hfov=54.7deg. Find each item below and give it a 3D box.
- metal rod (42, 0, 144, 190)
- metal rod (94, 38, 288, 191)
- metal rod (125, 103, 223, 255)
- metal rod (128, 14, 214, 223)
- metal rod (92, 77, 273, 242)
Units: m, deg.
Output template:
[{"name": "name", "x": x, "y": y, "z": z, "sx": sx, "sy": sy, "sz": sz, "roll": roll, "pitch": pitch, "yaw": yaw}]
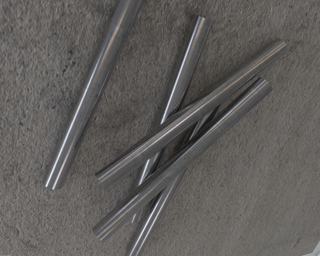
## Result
[{"name": "metal rod", "x": -0.065, "y": -0.060, "z": 0.333, "sx": 0.025, "sy": 0.025, "sz": 0.298, "roll": 15, "pitch": 110, "yaw": -35}, {"name": "metal rod", "x": 0.049, "y": -0.025, "z": 0.389, "sx": 0.301, "sy": 0.025, "sz": 0.025, "roll": -37, "pitch": 130, "yaw": -15}, {"name": "metal rod", "x": 0.015, "y": 0.086, "z": 0.467, "sx": 0.025, "sy": 0.025, "sz": 0.298, "roll": 13, "pitch": 112, "yaw": -34}, {"name": "metal rod", "x": 0.004, "y": 0.003, "z": 0.410, "sx": 0.025, "sy": 0.025, "sz": 0.298, "roll": 6, "pitch": 116, "yaw": -31}, {"name": "metal rod", "x": 0.029, "y": 0.042, "z": 0.414, "sx": 0.300, "sy": 0.025, "sz": 0.025, "roll": -42, "pitch": 129, "yaw": 1}]
